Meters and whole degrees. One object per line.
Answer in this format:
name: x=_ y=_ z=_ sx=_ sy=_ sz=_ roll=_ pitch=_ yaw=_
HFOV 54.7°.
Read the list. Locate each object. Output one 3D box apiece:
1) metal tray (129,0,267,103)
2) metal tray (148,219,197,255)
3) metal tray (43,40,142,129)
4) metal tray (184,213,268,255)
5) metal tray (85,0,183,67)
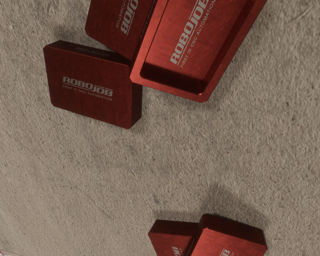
metal tray: x=0.031 y=-0.092 z=0.305 sx=0.091 sy=0.030 sz=0.129 roll=15 pitch=130 yaw=-14
metal tray: x=0.043 y=0.213 z=0.511 sx=0.090 sy=0.030 sz=0.129 roll=-5 pitch=116 yaw=30
metal tray: x=-0.088 y=-0.058 z=0.412 sx=0.130 sy=0.030 sz=0.089 roll=17 pitch=125 yaw=18
metal tray: x=0.084 y=0.191 z=0.447 sx=0.090 sy=0.030 sz=0.129 roll=17 pitch=116 yaw=-2
metal tray: x=-0.023 y=-0.140 z=0.328 sx=0.090 sy=0.030 sz=0.129 roll=32 pitch=128 yaw=7
